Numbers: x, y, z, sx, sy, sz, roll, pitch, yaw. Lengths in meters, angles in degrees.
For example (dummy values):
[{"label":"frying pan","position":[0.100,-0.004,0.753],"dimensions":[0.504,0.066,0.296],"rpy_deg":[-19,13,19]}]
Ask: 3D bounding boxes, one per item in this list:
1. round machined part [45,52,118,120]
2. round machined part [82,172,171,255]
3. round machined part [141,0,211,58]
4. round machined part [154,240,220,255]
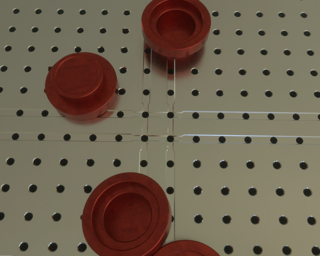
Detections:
[{"label":"round machined part","position":[-0.109,-0.063,0.425],"dimensions":[0.099,0.042,0.098],"rpy_deg":[0,70,0]},{"label":"round machined part","position":[-0.035,0.104,0.356],"dimensions":[0.098,0.042,0.098],"rpy_deg":[-5,59,8]},{"label":"round machined part","position":[0.023,-0.145,0.456],"dimensions":[0.099,0.042,0.098],"rpy_deg":[0,70,0]},{"label":"round machined part","position":[0.028,0.174,0.339],"dimensions":[0.099,0.042,0.098],"rpy_deg":[0,70,0]}]
